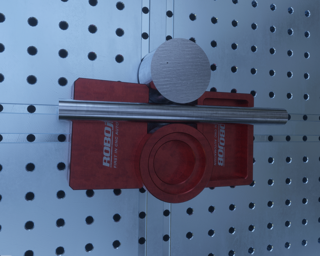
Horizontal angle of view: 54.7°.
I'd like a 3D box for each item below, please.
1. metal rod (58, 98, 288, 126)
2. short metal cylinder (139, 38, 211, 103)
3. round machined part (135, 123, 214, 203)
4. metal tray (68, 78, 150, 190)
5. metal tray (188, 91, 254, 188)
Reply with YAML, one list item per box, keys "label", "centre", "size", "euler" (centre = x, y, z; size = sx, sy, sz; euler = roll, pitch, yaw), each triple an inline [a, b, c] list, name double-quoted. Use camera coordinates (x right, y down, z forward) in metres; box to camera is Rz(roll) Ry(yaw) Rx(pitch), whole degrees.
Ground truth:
- label: "metal rod"
  centre: [0.032, -0.018, 0.388]
  size: [0.303, 0.025, 0.025]
  euler: [1, 90, -20]
- label: "short metal cylinder"
  centre: [0.018, -0.070, 0.402]
  size: [0.081, 0.050, 0.079]
  euler: [0, 90, -20]
- label: "round machined part"
  centre: [0.015, 0.043, 0.396]
  size: [0.099, 0.042, 0.097]
  euler: [0, 90, -20]
- label: "metal tray"
  centre: [-0.063, 0.008, 0.382]
  size: [0.091, 0.030, 0.129]
  euler: [3, 89, -20]
- label: "metal tray"
  centre: [0.086, 0.016, 0.437]
  size: [0.091, 0.030, 0.129]
  euler: [1, 90, -20]
